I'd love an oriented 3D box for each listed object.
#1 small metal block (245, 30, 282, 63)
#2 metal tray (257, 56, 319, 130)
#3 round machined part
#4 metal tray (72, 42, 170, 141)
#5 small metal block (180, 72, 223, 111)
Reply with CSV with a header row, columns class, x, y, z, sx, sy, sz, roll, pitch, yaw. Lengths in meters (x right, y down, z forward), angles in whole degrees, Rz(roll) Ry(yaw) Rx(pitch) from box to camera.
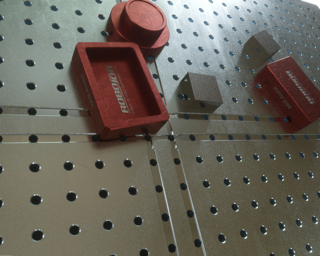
class,x,y,z,sx,sy,sz,roll,pitch,yaw
small metal block,0.206,-0.164,0.619,0.050,0.025,0.050,-31,79,-38
metal tray,0.253,-0.069,0.583,0.091,0.030,0.130,-24,75,-36
round machined part,-0.029,-0.162,0.480,0.099,0.042,0.098,13,56,-21
metal tray,-0.053,-0.053,0.408,0.091,0.030,0.130,-10,67,-32
small metal block,0.064,-0.055,0.476,0.050,0.025,0.050,4,60,-26
